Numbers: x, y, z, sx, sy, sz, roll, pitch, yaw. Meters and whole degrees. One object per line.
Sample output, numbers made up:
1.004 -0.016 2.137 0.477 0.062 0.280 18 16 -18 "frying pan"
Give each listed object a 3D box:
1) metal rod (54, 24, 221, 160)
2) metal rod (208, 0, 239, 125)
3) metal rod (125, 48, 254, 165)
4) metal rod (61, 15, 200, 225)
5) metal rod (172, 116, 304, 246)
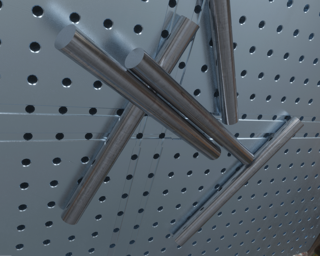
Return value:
0.002 -0.019 0.371 0.025 0.025 0.301 -48 139 6 "metal rod"
0.074 -0.128 0.374 0.025 0.025 0.298 -25 128 -13 "metal rod"
0.061 -0.010 0.419 0.025 0.025 0.301 -49 136 6 "metal rod"
-0.044 0.000 0.388 0.025 0.025 0.299 23 106 -37 "metal rod"
0.136 0.095 0.546 0.300 0.025 0.025 -46 130 3 "metal rod"
